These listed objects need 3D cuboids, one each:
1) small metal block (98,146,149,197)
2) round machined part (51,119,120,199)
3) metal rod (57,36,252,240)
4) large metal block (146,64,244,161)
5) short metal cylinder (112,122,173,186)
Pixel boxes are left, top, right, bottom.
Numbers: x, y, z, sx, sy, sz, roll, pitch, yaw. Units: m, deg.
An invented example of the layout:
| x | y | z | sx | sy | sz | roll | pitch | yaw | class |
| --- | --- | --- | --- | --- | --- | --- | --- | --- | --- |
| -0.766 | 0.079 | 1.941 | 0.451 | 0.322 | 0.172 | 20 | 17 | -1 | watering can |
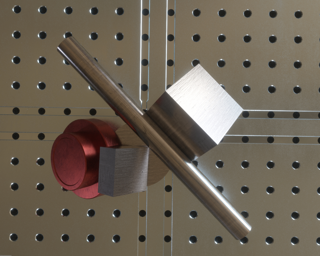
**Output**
| x | y | z | sx | sy | sz | roll | pitch | yaw | class |
| --- | --- | --- | --- | --- | --- | --- | --- | --- | --- |
| -0.040 | 0.046 | 0.345 | 0.025 | 0.050 | 0.050 | 3 | 91 | 40 | small metal block |
| -0.095 | 0.038 | 0.375 | 0.098 | 0.042 | 0.097 | 3 | 95 | 38 | round machined part |
| -0.006 | 0.012 | 0.359 | 0.025 | 0.025 | 0.300 | -43 | 90 | 0 | metal rod |
| 0.043 | -0.020 | 0.376 | 0.080 | 0.050 | 0.080 | 46 | 47 | 0 | large metal block |
| -0.024 | 0.031 | 0.397 | 0.081 | 0.050 | 0.079 | 0 | 90 | 0 | short metal cylinder |
